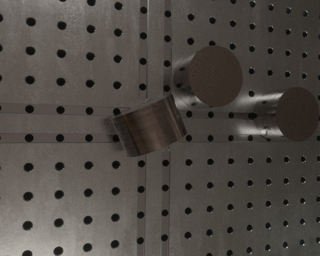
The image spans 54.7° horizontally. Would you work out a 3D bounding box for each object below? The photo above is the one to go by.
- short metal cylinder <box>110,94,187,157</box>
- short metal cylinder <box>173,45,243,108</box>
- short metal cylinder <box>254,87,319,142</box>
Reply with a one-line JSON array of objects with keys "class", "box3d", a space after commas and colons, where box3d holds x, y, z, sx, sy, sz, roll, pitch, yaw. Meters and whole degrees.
[{"class": "short metal cylinder", "box3d": [-0.013, -0.004, 0.379, 0.081, 0.080, 0.050, -24, 99, -19]}, {"class": "short metal cylinder", "box3d": [0.065, -0.067, 0.424, 0.081, 0.050, 0.079, 0, 90, -20]}, {"class": "short metal cylinder", "box3d": [0.192, -0.020, 0.472, 0.081, 0.050, 0.079, 0, 90, -21]}]
